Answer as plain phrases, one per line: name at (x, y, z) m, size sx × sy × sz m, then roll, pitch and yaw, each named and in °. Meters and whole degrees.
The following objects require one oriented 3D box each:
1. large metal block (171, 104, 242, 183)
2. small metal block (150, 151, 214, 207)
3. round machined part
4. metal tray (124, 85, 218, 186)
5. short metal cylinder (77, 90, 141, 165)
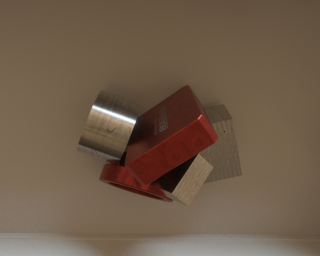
large metal block at (0.054, 0.023, 0.398) m, size 0.080 × 0.050 × 0.080 m, roll -13°, pitch 114°, yaw 4°
small metal block at (0.023, 0.053, 0.344) m, size 0.025 × 0.050 × 0.050 m, roll 43°, pitch 73°, yaw -21°
round machined part at (-0.025, 0.062, 0.403) m, size 0.099 × 0.098 × 0.042 m, roll 19°, pitch 74°, yaw -8°
metal tray at (0.009, 0.001, 0.354) m, size 0.090 × 0.130 × 0.030 m, roll -33°, pitch 108°, yaw 11°
short metal cylinder at (-0.062, 0.000, 0.379) m, size 0.050 × 0.080 × 0.079 m, roll 21°, pitch 109°, yaw -8°
